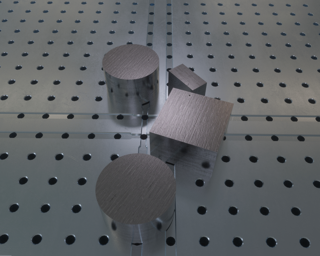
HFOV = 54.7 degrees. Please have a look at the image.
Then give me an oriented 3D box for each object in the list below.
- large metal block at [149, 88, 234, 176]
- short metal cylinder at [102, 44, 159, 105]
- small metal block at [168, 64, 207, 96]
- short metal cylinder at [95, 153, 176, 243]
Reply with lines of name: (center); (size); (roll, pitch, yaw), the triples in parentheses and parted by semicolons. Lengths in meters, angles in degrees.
large metal block: (0.040, 0.003, 0.389); (0.080, 0.050, 0.080); (17, 52, 13)
short metal cylinder: (-0.041, -0.079, 0.458); (0.081, 0.050, 0.080); (0, 50, 0)
small metal block: (0.037, -0.054, 0.437); (0.025, 0.050, 0.050); (-31, 57, -23)
short metal cylinder: (-0.024, 0.074, 0.329); (0.081, 0.050, 0.080); (0, 50, 0)
